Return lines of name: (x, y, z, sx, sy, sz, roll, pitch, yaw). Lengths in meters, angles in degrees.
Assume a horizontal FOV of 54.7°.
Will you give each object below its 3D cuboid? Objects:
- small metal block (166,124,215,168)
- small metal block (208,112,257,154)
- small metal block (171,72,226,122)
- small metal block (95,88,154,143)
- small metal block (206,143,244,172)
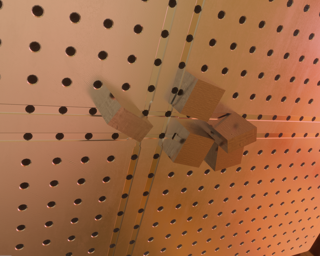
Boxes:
small metal block: (0.045, 0.027, 0.455, 0.050, 0.025, 0.050, 16, 110, -35)
small metal block: (0.107, 0.006, 0.459, 0.050, 0.050, 0.025, -21, 127, -16)
small metal block: (0.052, -0.041, 0.416, 0.050, 0.025, 0.050, 15, 111, -35)
small metal block: (-0.043, -0.015, 0.364, 0.050, 0.050, 0.025, 32, 100, -39)
small metal block: (0.104, 0.036, 0.493, 0.050, 0.025, 0.050, -13, 124, -22)
